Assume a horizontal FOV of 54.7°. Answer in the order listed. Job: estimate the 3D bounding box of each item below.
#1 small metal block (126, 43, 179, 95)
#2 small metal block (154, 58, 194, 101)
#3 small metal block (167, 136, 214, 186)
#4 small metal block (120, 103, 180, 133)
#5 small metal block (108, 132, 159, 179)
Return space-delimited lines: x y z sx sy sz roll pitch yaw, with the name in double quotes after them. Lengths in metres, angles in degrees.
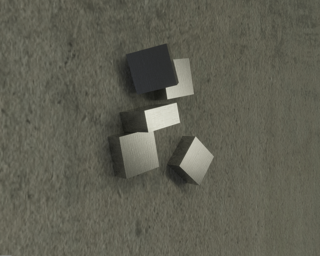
-0.008 -0.073 0.380 0.025 0.050 0.050 -62 138 -73 "small metal block"
0.017 -0.066 0.421 0.050 0.025 0.050 -15 100 -39 "small metal block"
0.045 0.046 0.445 0.050 0.025 0.050 46 62 -31 "small metal block"
-0.013 -0.013 0.380 0.050 0.050 0.025 -17 101 -39 "small metal block"
-0.032 0.029 0.380 0.050 0.025 0.050 -15 100 -39 "small metal block"
